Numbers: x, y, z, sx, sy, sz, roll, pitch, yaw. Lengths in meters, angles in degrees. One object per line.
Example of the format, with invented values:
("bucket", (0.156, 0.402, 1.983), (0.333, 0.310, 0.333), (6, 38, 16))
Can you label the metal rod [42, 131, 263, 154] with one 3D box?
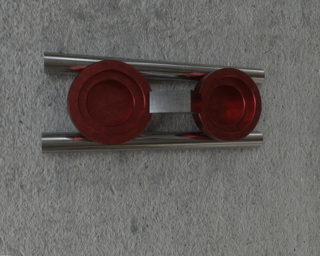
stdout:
("metal rod", (0.005, 0.017, 0.412), (0.302, 0.025, 0.025), (0, 90, -20))

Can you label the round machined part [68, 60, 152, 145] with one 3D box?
("round machined part", (-0.061, -0.029, 0.374), (0.099, 0.042, 0.097), (0, 90, -20))

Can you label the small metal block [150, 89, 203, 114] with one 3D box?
("small metal block", (0.021, -0.030, 0.377), (0.050, 0.050, 0.025), (0, 90, 23))

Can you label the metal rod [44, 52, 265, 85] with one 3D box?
("metal rod", (0.007, -0.076, 0.412), (0.302, 0.025, 0.025), (0, 90, -20))

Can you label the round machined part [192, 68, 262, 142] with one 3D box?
("round machined part", (0.087, -0.031, 0.428), (0.099, 0.042, 0.097), (0, 90, -20))
